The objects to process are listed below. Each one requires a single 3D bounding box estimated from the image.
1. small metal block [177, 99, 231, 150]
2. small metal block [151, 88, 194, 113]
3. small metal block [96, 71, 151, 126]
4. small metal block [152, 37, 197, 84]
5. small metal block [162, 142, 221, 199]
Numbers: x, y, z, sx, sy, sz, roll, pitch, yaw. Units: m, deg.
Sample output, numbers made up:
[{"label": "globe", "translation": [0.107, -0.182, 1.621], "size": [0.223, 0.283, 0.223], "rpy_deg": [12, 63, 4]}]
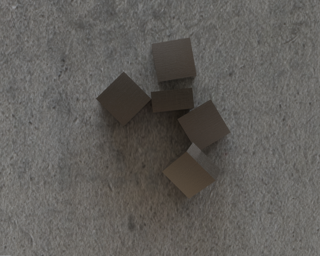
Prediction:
[{"label": "small metal block", "translation": [0.057, -0.003, 0.411], "size": [0.050, 0.025, 0.050], "rpy_deg": [-31, 90, -1]}, {"label": "small metal block", "translation": [0.015, -0.034, 0.398], "size": [0.050, 0.050, 0.025], "rpy_deg": [-6, 90, -1]}, {"label": "small metal block", "translation": [-0.047, -0.037, 0.409], "size": [0.050, 0.025, 0.050], "rpy_deg": [-45, 91, 0]}, {"label": "small metal block", "translation": [0.018, -0.088, 0.410], "size": [0.050, 0.025, 0.050], "rpy_deg": [-10, 90, -1]}, {"label": "small metal block", "translation": [0.040, 0.055, 0.399], "size": [0.050, 0.025, 0.050], "rpy_deg": [45, 124, -1]}]
